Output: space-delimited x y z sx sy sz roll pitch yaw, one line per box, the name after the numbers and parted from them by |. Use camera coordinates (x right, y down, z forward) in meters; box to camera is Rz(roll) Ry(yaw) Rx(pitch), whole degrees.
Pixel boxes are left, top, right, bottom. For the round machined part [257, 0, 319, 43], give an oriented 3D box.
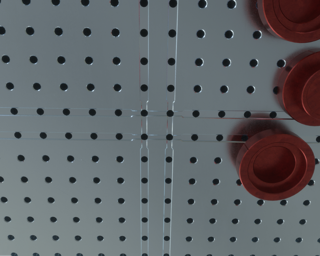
0.159 -0.148 0.351 0.099 0.042 0.097 0 110 0 | round machined part

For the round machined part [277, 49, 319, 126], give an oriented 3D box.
0.203 -0.048 0.388 0.099 0.042 0.097 0 110 0 | round machined part

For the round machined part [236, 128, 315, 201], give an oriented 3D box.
0.152 0.046 0.422 0.099 0.042 0.097 0 110 0 | round machined part
